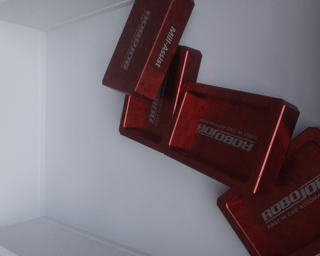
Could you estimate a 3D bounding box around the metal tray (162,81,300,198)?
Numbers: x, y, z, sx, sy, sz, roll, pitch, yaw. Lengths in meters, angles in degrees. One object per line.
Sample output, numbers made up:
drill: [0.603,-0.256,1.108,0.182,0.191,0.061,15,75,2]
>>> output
metal tray: [0.065,0.005,0.323,0.130,0.030,0.089,22,95,49]

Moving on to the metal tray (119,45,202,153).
metal tray: [-0.003,-0.042,0.401,0.090,0.030,0.129,21,103,40]

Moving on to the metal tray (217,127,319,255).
metal tray: [0.128,0.071,0.296,0.129,0.030,0.090,-47,62,29]

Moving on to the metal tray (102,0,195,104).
metal tray: [-0.018,-0.102,0.384,0.090,0.030,0.129,25,92,53]
